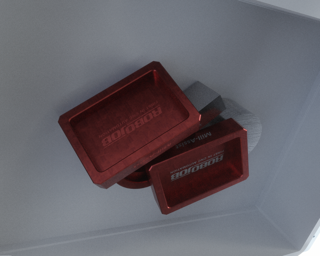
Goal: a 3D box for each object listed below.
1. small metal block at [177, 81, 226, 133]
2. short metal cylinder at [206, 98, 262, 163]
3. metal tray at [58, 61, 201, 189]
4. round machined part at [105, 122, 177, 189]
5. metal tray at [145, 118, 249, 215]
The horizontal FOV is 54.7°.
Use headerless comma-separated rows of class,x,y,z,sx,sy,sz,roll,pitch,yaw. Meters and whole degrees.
small metal block,0.048,-0.029,0.400,0.050,0.050,0.025,-38,130,-5
short metal cylinder,0.098,0.004,0.448,0.081,0.050,0.079,-14,125,-21
metal tray,-0.032,-0.005,0.342,0.131,0.090,0.030,-32,161,-8
round machined part,-0.025,0.028,0.402,0.099,0.042,0.097,-14,125,-21
metal tray,0.050,0.050,0.402,0.131,0.030,0.089,-21,126,-11
